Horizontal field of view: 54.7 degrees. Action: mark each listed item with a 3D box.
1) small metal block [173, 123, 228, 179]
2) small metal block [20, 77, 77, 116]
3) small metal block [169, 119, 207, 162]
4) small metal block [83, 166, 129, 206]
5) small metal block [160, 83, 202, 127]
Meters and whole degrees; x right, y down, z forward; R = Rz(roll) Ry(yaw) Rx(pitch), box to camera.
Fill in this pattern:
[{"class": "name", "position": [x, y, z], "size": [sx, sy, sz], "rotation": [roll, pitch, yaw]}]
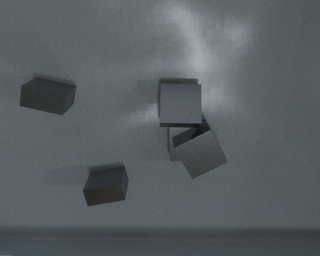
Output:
[{"class": "small metal block", "position": [0.051, 0.029, 0.396], "size": [0.050, 0.025, 0.050], "rotation": [-27, 109, 9]}, {"class": "small metal block", "position": [-0.136, -0.040, 0.382], "size": [0.050, 0.050, 0.025], "rotation": [13, 110, -5]}, {"class": "small metal block", "position": [0.038, 0.016, 0.417], "size": [0.050, 0.025, 0.050], "rotation": [-2, 110, 0]}, {"class": "small metal block", "position": [-0.073, 0.079, 0.426], "size": [0.050, 0.050, 0.025], "rotation": [-10, 110, 4]}, {"class": "small metal block", "position": [0.025, -0.028, 0.389], "size": [0.050, 0.025, 0.050], "rotation": [1, 78, -1]}]
